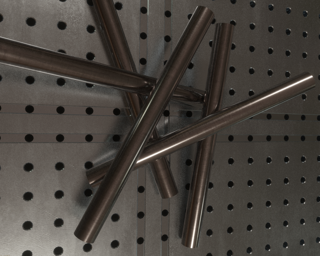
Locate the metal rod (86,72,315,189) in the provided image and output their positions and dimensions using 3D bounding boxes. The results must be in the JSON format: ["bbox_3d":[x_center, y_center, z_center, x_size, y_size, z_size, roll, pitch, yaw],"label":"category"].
[{"bbox_3d":[0.052,0.001,0.387,0.301,0.025,0.025,-24,99,-3],"label":"metal rod"}]

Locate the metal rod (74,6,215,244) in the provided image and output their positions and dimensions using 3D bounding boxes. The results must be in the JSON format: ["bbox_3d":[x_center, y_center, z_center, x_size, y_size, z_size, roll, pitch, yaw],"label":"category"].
[{"bbox_3d":[-0.015,-0.008,0.361,0.025,0.025,0.299,30,85,-18],"label":"metal rod"}]

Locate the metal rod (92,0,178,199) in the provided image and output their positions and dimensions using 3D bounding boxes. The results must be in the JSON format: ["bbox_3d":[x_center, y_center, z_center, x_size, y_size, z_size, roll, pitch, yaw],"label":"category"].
[{"bbox_3d":[-0.035,-0.050,0.400,0.025,0.025,0.298,-21,97,-19],"label":"metal rod"}]

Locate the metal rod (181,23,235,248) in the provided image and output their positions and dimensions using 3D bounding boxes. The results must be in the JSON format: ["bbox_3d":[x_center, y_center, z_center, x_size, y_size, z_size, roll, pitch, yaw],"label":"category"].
[{"bbox_3d":[0.063,0.014,0.416,0.025,0.025,0.298,6,96,-20],"label":"metal rod"}]

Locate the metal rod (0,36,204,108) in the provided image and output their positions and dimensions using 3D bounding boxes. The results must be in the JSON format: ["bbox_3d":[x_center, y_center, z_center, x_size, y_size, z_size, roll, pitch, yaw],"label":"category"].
[{"bbox_3d":[-0.056,-0.058,0.354,0.302,0.025,0.025,9,87,-35],"label":"metal rod"}]
